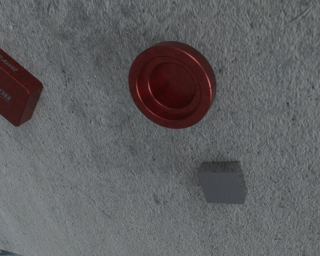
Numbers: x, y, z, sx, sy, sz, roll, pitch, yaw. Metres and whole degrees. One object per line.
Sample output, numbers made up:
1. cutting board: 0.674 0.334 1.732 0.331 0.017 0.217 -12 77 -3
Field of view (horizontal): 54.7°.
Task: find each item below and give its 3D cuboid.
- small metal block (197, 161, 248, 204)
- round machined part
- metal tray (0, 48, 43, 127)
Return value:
1. small metal block: 0.083 0.072 0.407 0.050 0.025 0.050 -5 116 30
2. round machined part: 0.017 -0.051 0.354 0.098 0.042 0.097 13 124 20
3. metal tray: -0.255 -0.074 0.489 0.130 0.030 0.089 40 129 0
